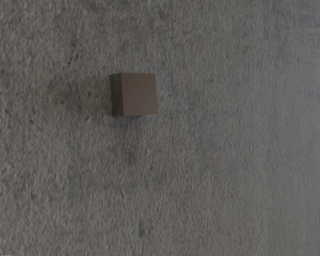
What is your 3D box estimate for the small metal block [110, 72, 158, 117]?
[{"bbox_3d":[-0.031,-0.040,0.377,0.050,0.025,0.050,-6,94,-40],"label":"small metal block"}]
